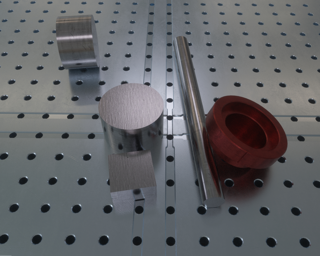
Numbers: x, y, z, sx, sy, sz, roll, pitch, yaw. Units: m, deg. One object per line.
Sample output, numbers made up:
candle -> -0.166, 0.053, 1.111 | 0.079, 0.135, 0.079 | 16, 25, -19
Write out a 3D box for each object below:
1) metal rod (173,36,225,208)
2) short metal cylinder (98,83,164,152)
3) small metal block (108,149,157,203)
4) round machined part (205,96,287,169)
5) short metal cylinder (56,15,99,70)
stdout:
metal rod -> 0.047, -0.033, 0.435 | 0.025, 0.025, 0.300 | -3, 50, -3
short metal cylinder -> -0.036, -0.013, 0.402 | 0.081, 0.050, 0.080 | 0, 50, 0
small metal block -> -0.033, 0.055, 0.361 | 0.050, 0.025, 0.050 | -7, 50, -6
round machined part -> 0.099, 0.009, 0.376 | 0.099, 0.042, 0.098 | 15, 44, -15
short metal cylinder -> -0.126, -0.133, 0.483 | 0.050, 0.080, 0.080 | -5, 50, -5
